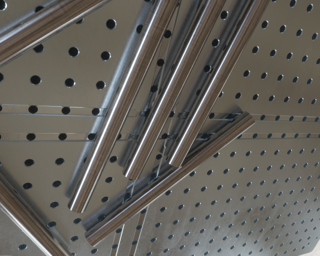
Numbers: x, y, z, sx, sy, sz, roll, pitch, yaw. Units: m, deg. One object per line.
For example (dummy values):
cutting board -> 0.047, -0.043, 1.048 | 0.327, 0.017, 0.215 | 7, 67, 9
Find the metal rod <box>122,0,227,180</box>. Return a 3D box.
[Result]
metal rod -> 0.022, -0.064, 0.382 | 0.025, 0.025, 0.298 | 14, 111, -34

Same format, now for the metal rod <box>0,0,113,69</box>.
metal rod -> -0.075, -0.120, 0.295 | 0.301, 0.025, 0.025 | -34, 129, -6

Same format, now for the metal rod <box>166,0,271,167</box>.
metal rod -> 0.082, -0.078, 0.407 | 0.025, 0.025, 0.298 | 14, 111, -34

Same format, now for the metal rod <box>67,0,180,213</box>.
metal rod -> -0.048, -0.023, 0.369 | 0.025, 0.025, 0.298 | 14, 111, -34

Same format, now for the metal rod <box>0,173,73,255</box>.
metal rod -> -0.179, 0.084, 0.365 | 0.025, 0.025, 0.299 | -28, 128, -11

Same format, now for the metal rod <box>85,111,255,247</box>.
metal rod -> 0.017, 0.074, 0.465 | 0.301, 0.025, 0.025 | -37, 129, -4
